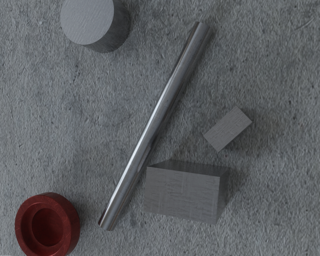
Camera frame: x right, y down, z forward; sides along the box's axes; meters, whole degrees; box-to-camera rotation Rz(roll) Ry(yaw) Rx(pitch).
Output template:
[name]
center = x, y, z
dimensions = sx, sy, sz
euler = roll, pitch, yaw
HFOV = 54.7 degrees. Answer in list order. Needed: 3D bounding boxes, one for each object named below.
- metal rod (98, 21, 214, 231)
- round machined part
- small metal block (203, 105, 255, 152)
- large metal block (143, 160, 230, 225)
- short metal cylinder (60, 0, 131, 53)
[metal rod]
center = -0.010, 0.004, 0.411
dimensions = 0.025, 0.025, 0.298
euler = 29, 99, 17
[round machined part]
center = -0.159, 0.142, 0.454
dimensions = 0.098, 0.042, 0.097
euler = 0, 90, 19
[small metal block]
center = 0.083, 0.001, 0.366
dimensions = 0.050, 0.050, 0.025
euler = -44, 77, 14
[large metal block]
center = 0.035, 0.071, 0.367
dimensions = 0.080, 0.080, 0.050
euler = 6, 92, 19
[short metal cylinder]
center = -0.087, -0.148, 0.425
dimensions = 0.080, 0.050, 0.079
euler = 0, 90, 19
